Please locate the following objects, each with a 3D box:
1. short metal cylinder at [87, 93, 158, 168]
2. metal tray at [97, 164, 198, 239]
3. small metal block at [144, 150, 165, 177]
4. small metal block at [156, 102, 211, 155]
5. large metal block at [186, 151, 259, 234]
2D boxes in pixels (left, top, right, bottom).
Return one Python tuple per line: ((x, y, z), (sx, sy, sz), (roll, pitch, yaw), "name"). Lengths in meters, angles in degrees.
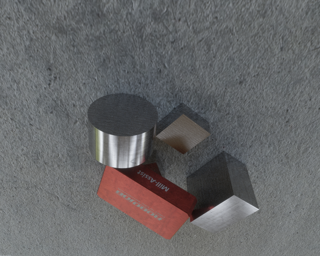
((-0.045, 0.002, 0.372), (0.081, 0.080, 0.050), (5, 130, -5), "short metal cylinder")
((-0.023, 0.099, 0.447), (0.130, 0.030, 0.089), (31, 136, 5), "metal tray")
((-0.023, 0.063, 0.461), (0.050, 0.025, 0.050), (-12, 129, 10), "small metal block")
((0.030, 0.001, 0.409), (0.050, 0.025, 0.050), (35, 122, -26), "small metal block")
((0.087, 0.094, 0.452), (0.050, 0.080, 0.080), (32, 123, -25), "large metal block")
